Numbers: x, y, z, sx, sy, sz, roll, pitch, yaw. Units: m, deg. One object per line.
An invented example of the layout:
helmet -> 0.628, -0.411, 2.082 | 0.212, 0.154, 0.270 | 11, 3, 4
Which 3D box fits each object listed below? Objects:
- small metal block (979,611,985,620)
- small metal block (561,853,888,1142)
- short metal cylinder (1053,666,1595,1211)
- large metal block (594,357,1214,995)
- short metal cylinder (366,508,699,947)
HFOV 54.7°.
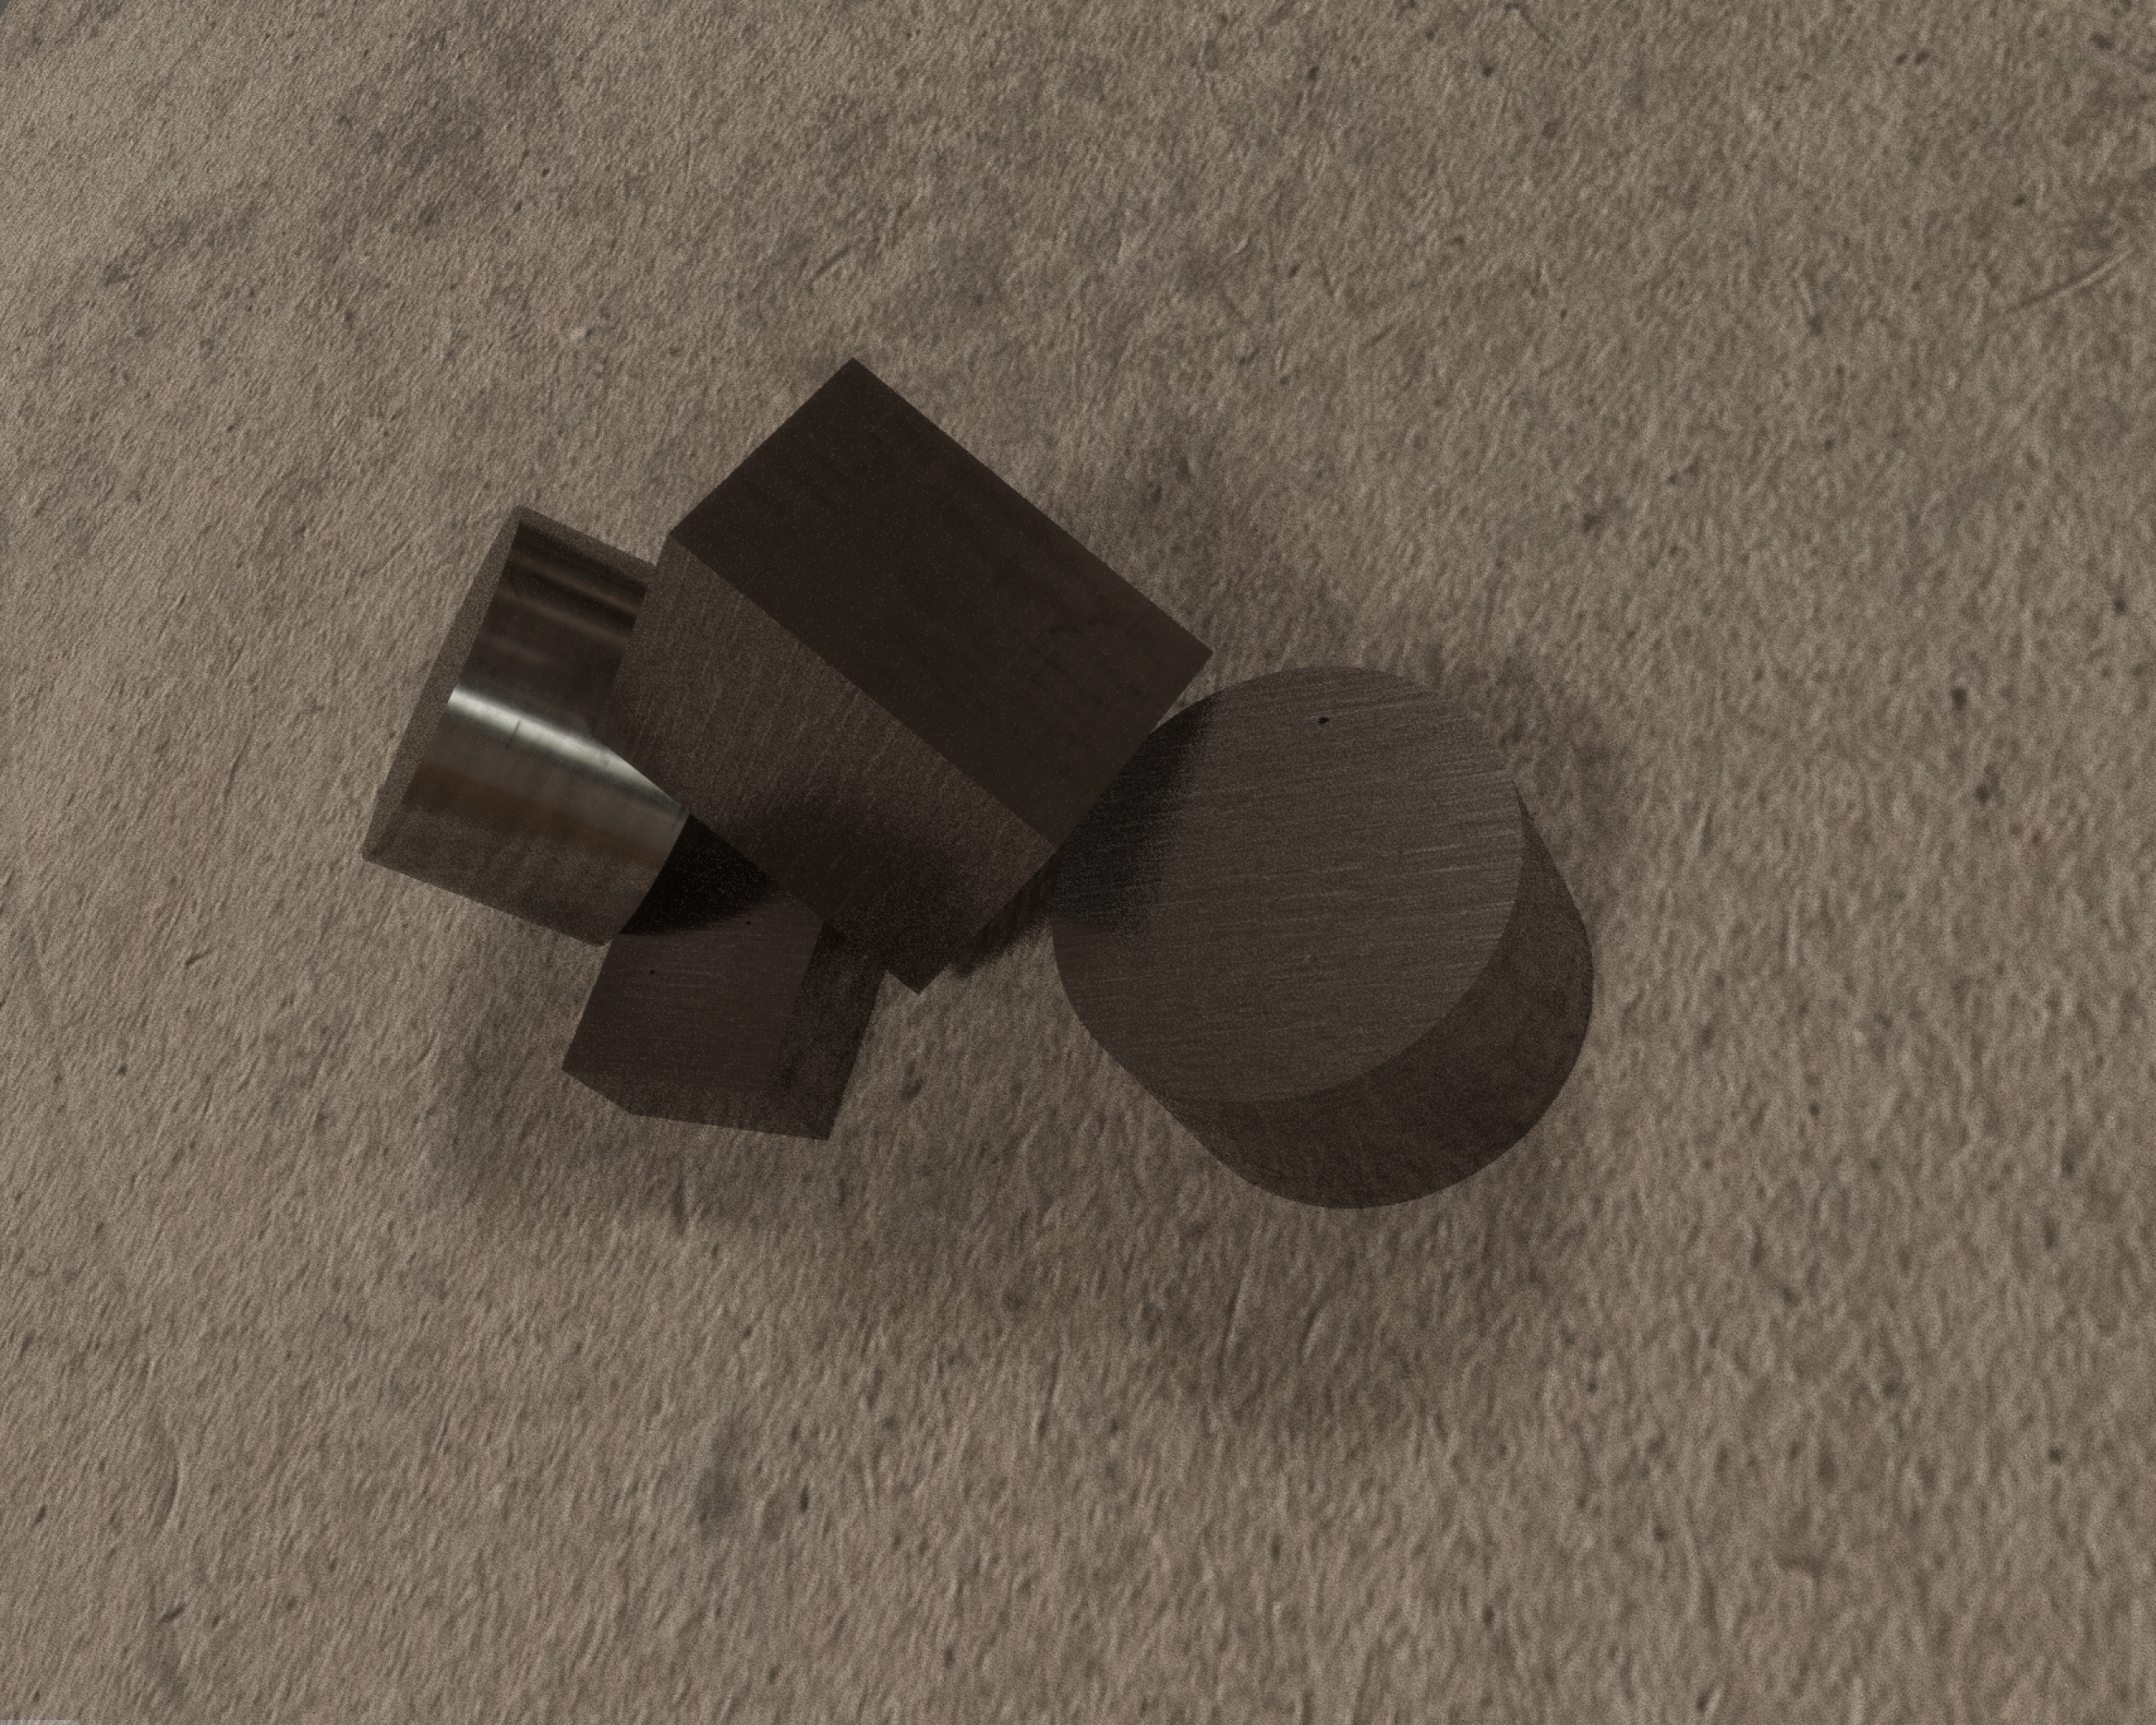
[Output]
small metal block -> -0.050, -0.052, 0.462 | 0.050, 0.025, 0.050 | -1, 61, 27
small metal block -> -0.069, 0.026, 0.423 | 0.050, 0.025, 0.050 | 3, 63, 29
short metal cylinder -> 0.043, 0.013, 0.358 | 0.080, 0.050, 0.080 | -13, 56, 20
large metal block -> -0.035, -0.030, 0.382 | 0.080, 0.080, 0.050 | 39, 60, -3
short metal cylinder -> -0.110, -0.028, 0.439 | 0.080, 0.050, 0.080 | -49, 27, 37
